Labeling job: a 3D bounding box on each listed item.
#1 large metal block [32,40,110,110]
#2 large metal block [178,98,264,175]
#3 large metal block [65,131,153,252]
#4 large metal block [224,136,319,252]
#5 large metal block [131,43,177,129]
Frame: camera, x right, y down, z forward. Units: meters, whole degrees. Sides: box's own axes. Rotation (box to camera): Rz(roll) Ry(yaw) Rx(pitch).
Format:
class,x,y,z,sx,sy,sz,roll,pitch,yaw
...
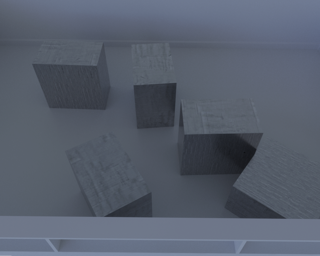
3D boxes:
class,x,y,z,sx,sy,sz,roll,pitch,yaw
large metal block,-0.117,-0.072,0.428,0.081,0.080,0.050,2,50,1
large metal block,0.064,0.012,0.360,0.081,0.080,0.050,-1,50,-1
large metal block,-0.050,0.064,0.315,0.050,0.080,0.080,-24,54,-19
large metal block,0.129,0.068,0.333,0.080,0.050,0.080,30,56,23
large metal block,-0.009,-0.056,0.417,0.050,0.080,0.080,-4,50,-4
